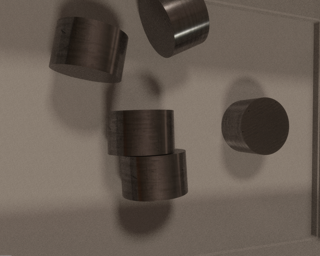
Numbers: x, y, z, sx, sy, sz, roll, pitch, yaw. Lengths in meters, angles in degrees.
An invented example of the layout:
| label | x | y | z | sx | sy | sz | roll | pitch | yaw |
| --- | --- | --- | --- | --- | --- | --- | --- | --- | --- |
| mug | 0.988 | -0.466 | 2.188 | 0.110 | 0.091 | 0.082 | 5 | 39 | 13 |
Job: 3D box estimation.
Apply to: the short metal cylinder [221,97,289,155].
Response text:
| label | x | y | z | sx | sy | sz | roll | pitch | yaw |
| --- | --- | --- | --- | --- | --- | --- | --- | --- | --- |
| short metal cylinder | 0.138 | -0.003 | 0.450 | 0.081 | 0.050 | 0.079 | 0 | 90 | -21 |

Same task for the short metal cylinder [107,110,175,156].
| label | x | y | z | sx | sy | sz | roll | pitch | yaw |
| --- | --- | --- | --- | --- | --- | --- | --- | --- | --- |
| short metal cylinder | -0.023 | 0.005 | 0.374 | 0.081 | 0.080 | 0.050 | -2 | 91 | -20 |

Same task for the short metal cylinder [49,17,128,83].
| label | x | y | z | sx | sy | sz | roll | pitch | yaw |
| --- | --- | --- | --- | --- | --- | --- | --- | --- | --- |
| short metal cylinder | -0.080 | -0.085 | 0.352 | 0.081 | 0.080 | 0.050 | 10 | 87 | -20 |

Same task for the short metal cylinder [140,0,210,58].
| label | x | y | z | sx | sy | sz | roll | pitch | yaw |
| --- | --- | --- | --- | --- | --- | --- | --- | --- | --- |
| short metal cylinder | 0.017 | -0.135 | 0.388 | 0.050 | 0.080 | 0.080 | -28 | 100 | -18 |

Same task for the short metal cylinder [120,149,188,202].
| label | x | y | z | sx | sy | sz | roll | pitch | yaw |
| --- | --- | --- | --- | --- | --- | --- | --- | --- | --- |
| short metal cylinder | -0.007 | 0.055 | 0.380 | 0.081 | 0.080 | 0.050 | -4 | 92 | -20 |
